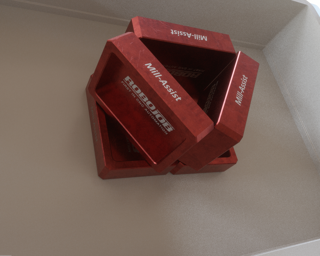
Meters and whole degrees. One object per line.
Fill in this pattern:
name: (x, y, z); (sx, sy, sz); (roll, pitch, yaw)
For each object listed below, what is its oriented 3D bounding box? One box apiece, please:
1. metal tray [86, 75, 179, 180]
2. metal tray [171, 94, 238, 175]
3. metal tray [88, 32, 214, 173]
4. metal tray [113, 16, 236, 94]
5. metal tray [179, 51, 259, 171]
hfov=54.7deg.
metal tray: (-0.037, -0.005, 0.385); (0.091, 0.030, 0.130); (0, 61, -28)
metal tray: (0.045, -0.004, 0.427); (0.091, 0.030, 0.130); (1, 60, -27)
metal tray: (-0.016, -0.023, 0.329); (0.130, 0.090, 0.030); (49, 52, 6)
metal tray: (0.015, -0.082, 0.380); (0.131, 0.090, 0.030); (2, 62, -27)
metal tray: (0.070, -0.021, 0.373); (0.030, 0.090, 0.130); (31, 52, -8)
